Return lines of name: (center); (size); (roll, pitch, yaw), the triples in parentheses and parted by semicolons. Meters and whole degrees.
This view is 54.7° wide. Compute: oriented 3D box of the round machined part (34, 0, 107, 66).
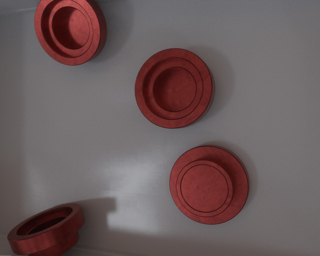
round machined part: (-0.118, -0.139, 0.430); (0.098, 0.042, 0.097); (6, 114, 14)

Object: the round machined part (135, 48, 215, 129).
round machined part: (0.022, -0.048, 0.393); (0.098, 0.042, 0.097); (0, 90, 19)

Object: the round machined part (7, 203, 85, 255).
round machined part: (-0.150, 0.145, 0.425); (0.098, 0.098, 0.042); (-14, 98, 19)

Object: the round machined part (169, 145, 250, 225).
round machined part: (0.058, 0.071, 0.381); (0.098, 0.042, 0.097); (0, 90, 19)
